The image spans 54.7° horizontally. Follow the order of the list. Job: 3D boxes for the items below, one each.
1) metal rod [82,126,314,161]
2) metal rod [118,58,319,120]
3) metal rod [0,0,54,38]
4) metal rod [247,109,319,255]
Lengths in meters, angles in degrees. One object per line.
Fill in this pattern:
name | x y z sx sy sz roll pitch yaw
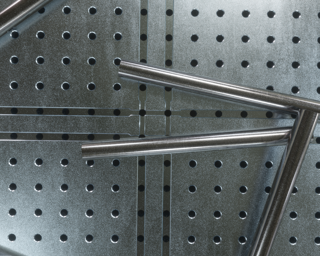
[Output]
metal rod | 0.049 0.020 0.414 0.302 0.025 0.025 -4 90 -1
metal rod | 0.095 -0.049 0.414 0.302 0.025 0.025 12 90 -1
metal rod | -0.129 -0.196 0.411 0.301 0.025 0.025 -36 90 -1
metal rod | 0.142 0.121 0.400 0.025 0.025 0.298 17 96 -1
